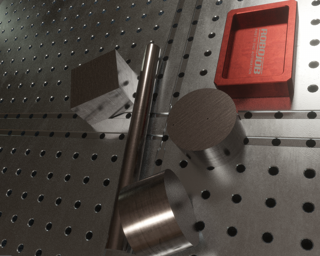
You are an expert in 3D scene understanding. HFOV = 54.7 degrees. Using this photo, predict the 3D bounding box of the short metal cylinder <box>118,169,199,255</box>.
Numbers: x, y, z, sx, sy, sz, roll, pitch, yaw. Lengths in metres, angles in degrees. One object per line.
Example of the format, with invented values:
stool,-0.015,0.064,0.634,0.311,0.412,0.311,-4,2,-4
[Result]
short metal cylinder,0.000,0.088,0.318,0.050,0.080,0.080,-25,53,13

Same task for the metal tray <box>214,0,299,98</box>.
metal tray,0.127,-0.102,0.400,0.090,0.030,0.130,1,62,28

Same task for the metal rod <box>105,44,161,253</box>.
metal rod,-0.030,0.007,0.418,0.025,0.025,0.299,-6,59,25

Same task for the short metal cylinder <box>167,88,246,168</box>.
short metal cylinder,0.055,0.000,0.362,0.080,0.050,0.080,-13,56,20

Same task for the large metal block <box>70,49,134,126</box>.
large metal block,-0.087,-0.062,0.474,0.080,0.050,0.080,-21,54,15
